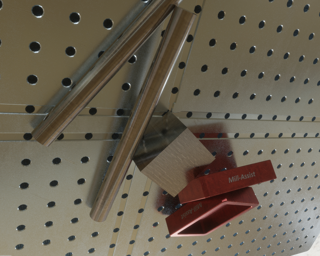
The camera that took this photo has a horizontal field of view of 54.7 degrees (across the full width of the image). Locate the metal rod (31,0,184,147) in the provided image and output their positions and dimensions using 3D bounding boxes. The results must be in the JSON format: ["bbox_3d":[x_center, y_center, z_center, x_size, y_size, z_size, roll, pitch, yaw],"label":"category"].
[{"bbox_3d":[-0.030,-0.096,0.336,0.300,0.025,0.025,-47,130,4],"label":"metal rod"}]

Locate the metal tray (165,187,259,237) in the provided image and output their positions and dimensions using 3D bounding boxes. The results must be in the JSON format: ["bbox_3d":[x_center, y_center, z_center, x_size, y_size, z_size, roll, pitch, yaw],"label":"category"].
[{"bbox_3d":[0.083,0.137,0.505,0.091,0.030,0.129,15,134,-38],"label":"metal tray"}]

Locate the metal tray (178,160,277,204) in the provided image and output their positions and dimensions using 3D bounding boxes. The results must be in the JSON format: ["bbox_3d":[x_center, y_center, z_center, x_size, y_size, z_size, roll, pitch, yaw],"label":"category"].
[{"bbox_3d":[0.102,0.084,0.484,0.131,0.030,0.090,-9,165,-24],"label":"metal tray"}]

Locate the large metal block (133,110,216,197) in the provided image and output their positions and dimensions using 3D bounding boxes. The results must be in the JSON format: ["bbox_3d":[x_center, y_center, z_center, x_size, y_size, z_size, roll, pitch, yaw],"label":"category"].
[{"bbox_3d":[0.016,0.037,0.428,0.080,0.050,0.080,-44,129,2],"label":"large metal block"}]

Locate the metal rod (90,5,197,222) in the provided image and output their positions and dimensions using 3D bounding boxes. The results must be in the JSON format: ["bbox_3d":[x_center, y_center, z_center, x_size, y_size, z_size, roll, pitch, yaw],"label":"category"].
[{"bbox_3d":[-0.030,0.001,0.383,0.025,0.025,0.298,9,118,-33],"label":"metal rod"}]
